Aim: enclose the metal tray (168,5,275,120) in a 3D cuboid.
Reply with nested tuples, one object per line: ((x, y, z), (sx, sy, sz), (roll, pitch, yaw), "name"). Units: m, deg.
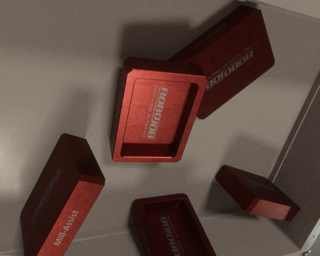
((0.081, -0.083, 0.400), (0.130, 0.030, 0.090), (-38, 130, -3), "metal tray")

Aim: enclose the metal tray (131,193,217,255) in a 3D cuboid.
((0.021, 0.161, 0.451), (0.091, 0.130, 0.030), (-1, 134, -29), "metal tray")

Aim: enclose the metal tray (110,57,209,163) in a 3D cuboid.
((-0.006, -0.015, 0.369), (0.091, 0.030, 0.129), (2, 128, -17), "metal tray")

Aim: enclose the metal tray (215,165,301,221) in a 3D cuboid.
((0.168, 0.112, 0.530), (0.131, 0.090, 0.030), (20, 108, -36), "metal tray")

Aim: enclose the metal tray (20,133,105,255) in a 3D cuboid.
((-0.116, 0.082, 0.354), (0.030, 0.090, 0.129), (21, 107, -36), "metal tray")
